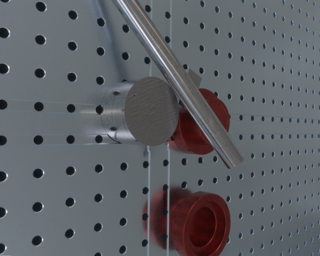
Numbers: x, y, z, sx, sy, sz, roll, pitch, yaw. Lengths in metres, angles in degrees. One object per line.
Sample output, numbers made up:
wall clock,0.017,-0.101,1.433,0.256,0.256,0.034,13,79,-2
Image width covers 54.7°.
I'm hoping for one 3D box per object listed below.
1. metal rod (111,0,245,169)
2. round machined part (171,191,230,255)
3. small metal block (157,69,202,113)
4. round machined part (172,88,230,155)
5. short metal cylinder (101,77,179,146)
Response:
metal rod,0.008,-0.078,0.366,0.025,0.025,0.299,-41,99,-33
round machined part,0.054,0.140,0.444,0.099,0.042,0.097,0,90,-40
small metal block,0.022,-0.048,0.412,0.025,0.050,0.050,30,72,-37
round machined part,0.065,-0.009,0.453,0.099,0.042,0.097,0,90,-40
short metal cylinder,-0.023,-0.019,0.374,0.081,0.050,0.079,0,90,-40
